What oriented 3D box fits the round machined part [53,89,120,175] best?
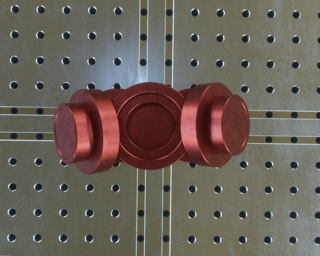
[{"bbox_3d":[-0.089,0.005,0.353,0.042,0.098,0.097,-6,90,-38],"label":"round machined part"}]

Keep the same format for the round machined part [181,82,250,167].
[{"bbox_3d":[0.069,-0.004,0.355,0.042,0.099,0.097,0,90,40],"label":"round machined part"}]

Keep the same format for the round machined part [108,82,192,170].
[{"bbox_3d":[-0.011,-0.002,0.362,0.099,0.042,0.097,0,90,-1],"label":"round machined part"}]

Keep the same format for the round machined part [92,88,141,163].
[{"bbox_3d":[-0.055,-0.003,0.404,0.099,0.042,0.097,0,90,-1],"label":"round machined part"}]

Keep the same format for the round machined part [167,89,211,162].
[{"bbox_3d":[0.043,-0.003,0.405,0.099,0.042,0.097,0,90,-1],"label":"round machined part"}]
